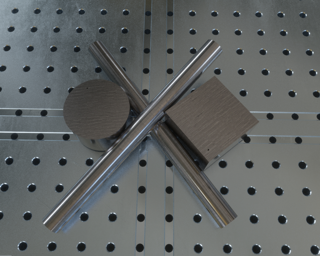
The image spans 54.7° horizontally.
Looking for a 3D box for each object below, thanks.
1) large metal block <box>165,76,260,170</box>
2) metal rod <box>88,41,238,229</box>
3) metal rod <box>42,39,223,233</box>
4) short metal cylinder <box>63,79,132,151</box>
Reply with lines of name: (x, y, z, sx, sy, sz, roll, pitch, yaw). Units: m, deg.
large metal block: (0.063, -0.005, 0.396, 0.080, 0.050, 0.080, -37, 74, -12)
metal rod: (-0.006, -0.003, 0.408, 0.025, 0.025, 0.300, -34, 74, -12)
metal rod: (-0.029, 0.005, 0.383, 0.025, 0.025, 0.300, 41, 83, 13)
short metal cylinder: (-0.077, -0.016, 0.400, 0.081, 0.050, 0.080, 0, 70, 0)
